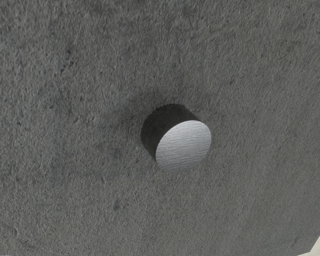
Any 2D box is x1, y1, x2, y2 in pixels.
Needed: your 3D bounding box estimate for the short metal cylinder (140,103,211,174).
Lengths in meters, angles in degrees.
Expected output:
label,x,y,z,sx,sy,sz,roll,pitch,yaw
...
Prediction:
label,x,y,z,sx,sy,sz,roll,pitch,yaw
short metal cylinder,0.021,0.014,0.414,0.081,0.050,0.079,-14,125,-21
